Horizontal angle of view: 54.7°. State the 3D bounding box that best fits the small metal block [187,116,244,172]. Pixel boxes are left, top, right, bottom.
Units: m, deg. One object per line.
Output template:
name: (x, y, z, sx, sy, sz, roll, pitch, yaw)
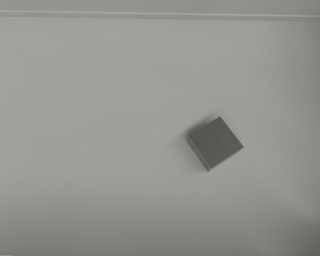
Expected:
small metal block: (0.071, 0.021, 0.403, 0.050, 0.025, 0.050, -31, 73, -11)
